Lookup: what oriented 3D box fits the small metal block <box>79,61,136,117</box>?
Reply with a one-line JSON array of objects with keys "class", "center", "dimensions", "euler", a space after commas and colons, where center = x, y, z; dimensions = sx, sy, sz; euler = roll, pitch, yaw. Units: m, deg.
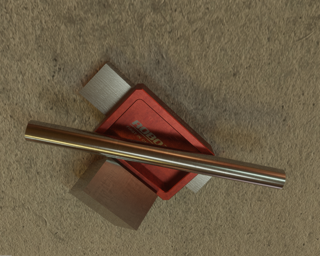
[{"class": "small metal block", "center": [-0.064, -0.048, 0.392], "dimensions": [0.050, 0.025, 0.050], "euler": [43, 104, -15]}]

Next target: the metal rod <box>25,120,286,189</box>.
[{"class": "metal rod", "center": [-0.001, 0.033, 0.364], "dimensions": [0.302, 0.025, 0.025], "euler": [11, 110, -5]}]

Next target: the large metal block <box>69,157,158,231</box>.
[{"class": "large metal block", "center": [-0.063, 0.086, 0.403], "dimensions": [0.080, 0.080, 0.050], "euler": [41, 63, -14]}]

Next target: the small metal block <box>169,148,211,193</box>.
[{"class": "small metal block", "center": [0.046, 0.054, 0.431], "dimensions": [0.050, 0.025, 0.050], "euler": [37, 106, -13]}]

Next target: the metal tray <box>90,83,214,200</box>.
[{"class": "metal tray", "center": [-0.008, 0.020, 0.388], "dimensions": [0.130, 0.030, 0.090], "euler": [42, 104, -14]}]
